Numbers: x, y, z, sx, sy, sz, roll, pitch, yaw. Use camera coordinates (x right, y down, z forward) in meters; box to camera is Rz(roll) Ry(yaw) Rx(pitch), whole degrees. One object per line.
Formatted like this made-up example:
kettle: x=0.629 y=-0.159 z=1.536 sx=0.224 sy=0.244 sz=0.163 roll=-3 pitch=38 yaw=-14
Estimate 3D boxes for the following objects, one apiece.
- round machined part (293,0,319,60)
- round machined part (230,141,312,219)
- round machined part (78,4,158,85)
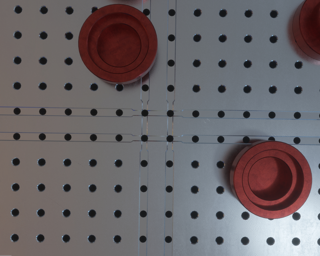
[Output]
round machined part: x=0.232 y=-0.140 z=0.406 sx=0.099 sy=0.042 sz=0.097 roll=0 pitch=90 yaw=0
round machined part: x=0.140 y=0.065 z=0.406 sx=0.099 sy=0.042 sz=0.097 roll=0 pitch=90 yaw=0
round machined part: x=-0.052 y=-0.105 z=0.404 sx=0.099 sy=0.042 sz=0.097 roll=0 pitch=90 yaw=0
